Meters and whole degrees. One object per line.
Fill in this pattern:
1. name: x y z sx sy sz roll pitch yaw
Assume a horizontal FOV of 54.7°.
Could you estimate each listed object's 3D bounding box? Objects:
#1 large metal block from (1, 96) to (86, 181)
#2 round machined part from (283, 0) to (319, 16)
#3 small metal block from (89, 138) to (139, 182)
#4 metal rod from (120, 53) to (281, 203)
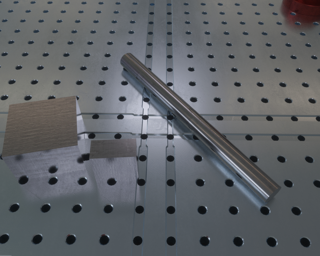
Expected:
1. large metal block: -0.138 0.011 0.381 0.081 0.050 0.080 -9 51 -8
2. round machined part: 0.306 -0.272 0.627 0.099 0.042 0.098 0 50 0
3. small metal block: -0.051 0.038 0.359 0.050 0.050 0.025 -3 50 -2
4. metal rod: 0.037 -0.018 0.422 0.025 0.025 0.300 -30 56 -23
